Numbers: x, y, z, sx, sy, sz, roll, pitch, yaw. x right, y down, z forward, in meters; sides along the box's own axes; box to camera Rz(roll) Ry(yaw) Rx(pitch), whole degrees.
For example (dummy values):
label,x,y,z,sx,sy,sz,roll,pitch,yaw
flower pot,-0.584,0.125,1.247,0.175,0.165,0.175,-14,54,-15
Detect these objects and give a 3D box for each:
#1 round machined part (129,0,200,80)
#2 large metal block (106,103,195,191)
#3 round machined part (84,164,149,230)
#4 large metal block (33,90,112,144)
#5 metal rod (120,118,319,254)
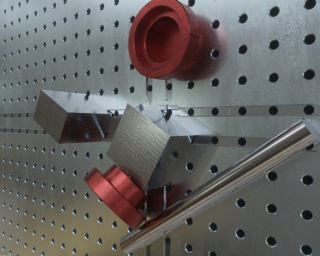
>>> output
label,x,y,z,sx,sy,sz,roll,pitch,yaw
round machined part,0.009,-0.109,0.391,0.098,0.042,0.097,0,90,40
large metal block,-0.015,0.023,0.405,0.080,0.050,0.079,38,113,33
round machined part,-0.053,0.087,0.419,0.042,0.098,0.098,-45,56,-12
large metal block,-0.137,-0.018,0.487,0.080,0.081,0.050,34,111,35
metal rod,0.047,0.085,0.370,0.299,0.025,0.025,-42,65,32
